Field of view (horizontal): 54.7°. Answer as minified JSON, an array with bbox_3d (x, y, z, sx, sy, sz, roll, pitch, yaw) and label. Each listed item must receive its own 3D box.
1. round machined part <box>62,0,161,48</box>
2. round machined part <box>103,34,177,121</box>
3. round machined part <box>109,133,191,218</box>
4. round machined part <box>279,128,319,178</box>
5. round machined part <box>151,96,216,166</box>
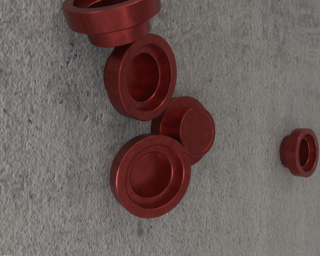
[{"bbox_3d":[-0.047,-0.118,0.323,0.099,0.098,0.042,-42,138,-32],"label":"round machined part"},{"bbox_3d":[-0.026,-0.059,0.360,0.099,0.042,0.097,-21,118,-47],"label":"round machined part"},{"bbox_3d":[-0.015,0.054,0.373,0.099,0.042,0.097,-4,98,-30],"label":"round machined part"},{"bbox_3d":[0.279,0.049,0.627,0.099,0.042,0.097,0,90,-40],"label":"round machined part"},{"bbox_3d":[0.038,0.005,0.426,0.099,0.042,0.097,0,90,-40],"label":"round machined part"}]
